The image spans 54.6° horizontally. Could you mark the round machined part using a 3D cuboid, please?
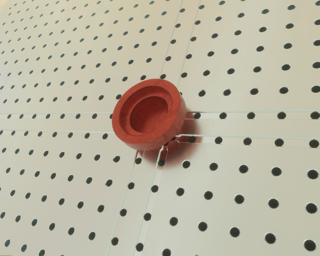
[{"bbox_3d":[-0.011,-0.014,0.412,0.098,0.042,0.098,-13,56,21],"label":"round machined part"}]
